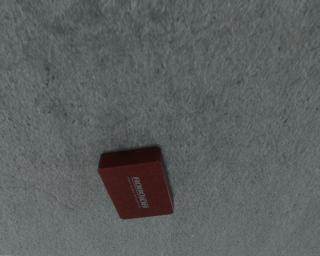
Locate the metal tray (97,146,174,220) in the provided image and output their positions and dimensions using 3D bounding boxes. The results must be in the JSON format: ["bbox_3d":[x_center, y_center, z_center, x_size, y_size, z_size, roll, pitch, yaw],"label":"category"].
[{"bbox_3d":[-0.032,0.089,0.479,0.090,0.030,0.129,-8,130,6],"label":"metal tray"}]
